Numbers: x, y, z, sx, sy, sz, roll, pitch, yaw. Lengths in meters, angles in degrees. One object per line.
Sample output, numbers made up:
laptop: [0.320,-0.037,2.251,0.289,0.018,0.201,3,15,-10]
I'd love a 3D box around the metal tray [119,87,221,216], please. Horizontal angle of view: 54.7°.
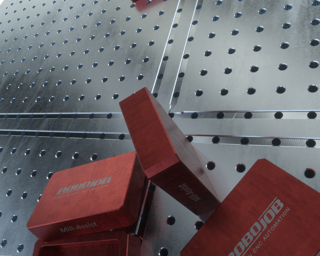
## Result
metal tray: [0.013,0.028,0.316,0.030,0.130,0.090,-31,52,9]

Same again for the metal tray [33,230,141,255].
metal tray: [-0.088,0.168,0.346,0.130,0.030,0.090,-12,56,21]

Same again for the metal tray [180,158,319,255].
metal tray: [0.094,0.104,0.292,0.130,0.030,0.090,-48,52,-6]

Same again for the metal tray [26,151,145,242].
metal tray: [-0.086,0.082,0.378,0.130,0.030,0.090,-16,34,18]
